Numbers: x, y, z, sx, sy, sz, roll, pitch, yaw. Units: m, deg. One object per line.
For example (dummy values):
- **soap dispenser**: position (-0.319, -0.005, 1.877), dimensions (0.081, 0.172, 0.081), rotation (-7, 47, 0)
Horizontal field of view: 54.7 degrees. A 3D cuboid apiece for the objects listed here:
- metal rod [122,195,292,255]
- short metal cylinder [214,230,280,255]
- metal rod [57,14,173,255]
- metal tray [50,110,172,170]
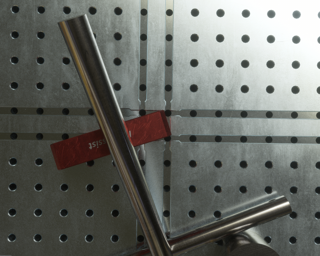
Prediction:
- **metal rod**: position (0.029, 0.155, 0.413), dimensions (0.302, 0.025, 0.025), rotation (-20, 90, -1)
- **short metal cylinder**: position (0.114, 0.180, 0.403), dimensions (0.081, 0.050, 0.079), rotation (0, 90, -1)
- **metal rod**: position (-0.035, 0.036, 0.326), dimensions (0.025, 0.025, 0.298), rotation (-17, 115, 0)
- **metal tray**: position (-0.054, 0.013, 0.380), dimensions (0.131, 0.090, 0.030), rotation (-17, 91, -1)
